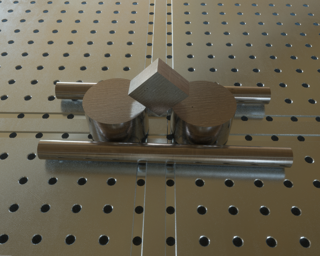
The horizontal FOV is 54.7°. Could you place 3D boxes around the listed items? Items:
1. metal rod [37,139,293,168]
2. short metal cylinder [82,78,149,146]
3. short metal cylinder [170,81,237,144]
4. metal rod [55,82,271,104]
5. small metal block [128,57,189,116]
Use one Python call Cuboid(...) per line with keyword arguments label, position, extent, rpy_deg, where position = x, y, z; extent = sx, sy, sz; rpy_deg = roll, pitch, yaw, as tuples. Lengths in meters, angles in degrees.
Cuboid(label="metal rod", position=(0.005, 0.031, 0.377), extent=(0.302, 0.025, 0.025), rpy_deg=(2, 50, 1))
Cuboid(label="short metal cylinder", position=(-0.055, -0.019, 0.403), extent=(0.081, 0.050, 0.080), rpy_deg=(0, 50, 0))
Cuboid(label="short metal cylinder", position=(0.054, -0.016, 0.401), extent=(0.081, 0.050, 0.080), rpy_deg=(0, 50, 0))
Cuboid(label="metal rod", position=(0.004, -0.050, 0.445), extent=(0.302, 0.025, 0.025), rpy_deg=(2, 50, 1))
Cuboid(label="small metal block", position=(-0.001, -0.047, 0.366), extent=(0.050, 0.050, 0.025), rpy_deg=(33, 42, -30))
